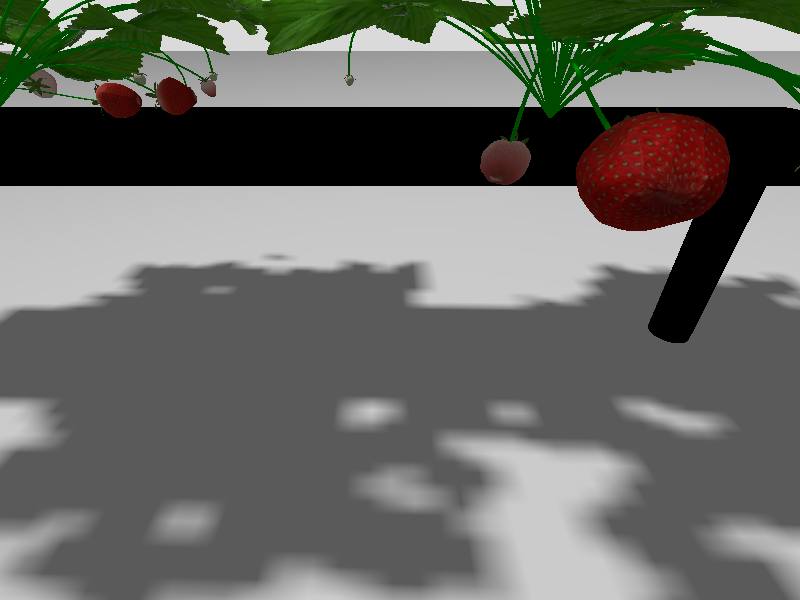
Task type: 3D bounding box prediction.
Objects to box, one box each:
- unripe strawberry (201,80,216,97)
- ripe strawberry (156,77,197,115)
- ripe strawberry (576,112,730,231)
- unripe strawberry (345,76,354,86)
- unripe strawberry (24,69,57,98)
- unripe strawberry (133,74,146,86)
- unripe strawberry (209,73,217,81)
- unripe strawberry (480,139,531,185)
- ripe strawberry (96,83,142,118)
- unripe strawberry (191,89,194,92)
[{"bbox_3d":[-0.207,-0.230,0.435,0.017,0.015,0.017,26,-27,34],"label":"unripe strawberry"},{"bbox_3d":[-0.183,-0.167,0.329,0.029,0.028,0.026,-2,33,-6],"label":"ripe strawberry"},{"bbox_3d":[0.074,-0.036,0.119,0.039,0.035,0.036,6,34,9],"label":"ripe strawberry"},{"bbox_3d":[-0.054,-0.235,0.429,0.010,0.010,0.009,23,40,31],"label":"unripe strawberry"},{"bbox_3d":[-0.383,-0.233,0.429,0.027,0.029,0.030,-12,35,-18],"label":"unripe strawberry"},{"bbox_3d":[-0.319,-0.270,0.491,0.014,0.013,0.013,2,33,2],"label":"unripe strawberry"},{"bbox_3d":[-0.232,-0.277,0.497,0.009,0.010,0.010,14,36,20],"label":"unripe strawberry"},{"bbox_3d":[0.043,-0.056,0.166,0.020,0.018,0.018,13,-29,19],"label":"unripe strawberry"},{"bbox_3d":[-0.215,-0.153,0.308,0.028,0.024,0.028,3,33,3],"label":"ripe strawberry"},{"bbox_3d":[-0.196,-0.191,0.372,0.010,0.011,0.011,-15,36,-22],"label":"unripe strawberry"}]
